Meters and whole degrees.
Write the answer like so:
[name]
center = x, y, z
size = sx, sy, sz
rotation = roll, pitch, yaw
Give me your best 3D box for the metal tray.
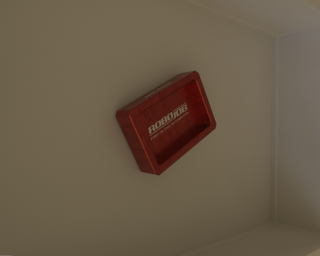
[metal tray]
center = 0.014, -0.010, 0.410
size = 0.131, 0.030, 0.090
rotation = -35, 112, -35
